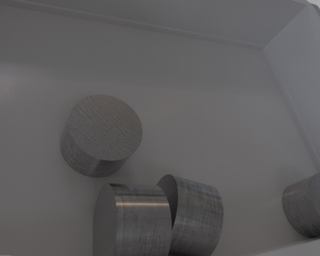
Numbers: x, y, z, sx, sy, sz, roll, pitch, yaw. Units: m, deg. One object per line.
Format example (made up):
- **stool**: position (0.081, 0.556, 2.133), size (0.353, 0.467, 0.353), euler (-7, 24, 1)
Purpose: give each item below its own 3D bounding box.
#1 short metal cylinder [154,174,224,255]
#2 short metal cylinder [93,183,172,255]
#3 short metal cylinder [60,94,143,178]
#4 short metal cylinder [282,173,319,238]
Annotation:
- **short metal cylinder**: position (0.023, 0.094, 0.325), size (0.050, 0.080, 0.080), euler (18, 55, -18)
- **short metal cylinder**: position (-0.029, 0.094, 0.297), size (0.050, 0.080, 0.080), euler (8, 59, -24)
- **short metal cylinder**: position (-0.066, 0.009, 0.348), size (0.081, 0.050, 0.080), euler (14, 56, -21)
- **short metal cylinder**: position (0.224, 0.111, 0.442), size (0.081, 0.050, 0.080), euler (14, 56, -21)
